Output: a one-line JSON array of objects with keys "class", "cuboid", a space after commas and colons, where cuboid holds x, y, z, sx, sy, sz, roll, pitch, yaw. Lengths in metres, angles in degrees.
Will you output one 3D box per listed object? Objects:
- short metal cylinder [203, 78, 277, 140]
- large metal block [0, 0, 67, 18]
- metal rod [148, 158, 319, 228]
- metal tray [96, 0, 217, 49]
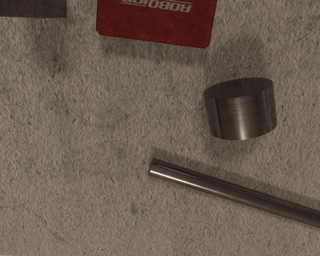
[{"class": "short metal cylinder", "cuboid": [0.096, -0.025, 0.373, 0.080, 0.080, 0.050, -12, 110, 4]}, {"class": "large metal block", "cuboid": [-0.135, -0.157, 0.321, 0.050, 0.080, 0.079, 2, 110, -1]}, {"class": "metal rod", "cuboid": [0.129, 0.101, 0.448, 0.302, 0.025, 0.025, 18, 109, -7]}, {"class": "metal tray", "cuboid": [-0.003, -0.145, 0.354, 0.131, 0.030, 0.089, 7, 110, -3]}]
